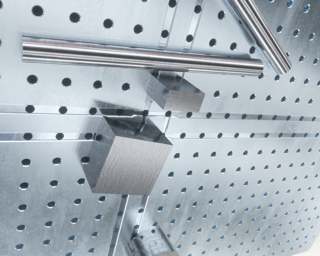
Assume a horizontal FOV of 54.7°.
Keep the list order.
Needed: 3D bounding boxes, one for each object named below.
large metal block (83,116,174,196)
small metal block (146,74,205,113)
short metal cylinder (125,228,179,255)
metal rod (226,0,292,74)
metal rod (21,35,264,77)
[{"bbox_3d":[-0.042,0.038,0.397,0.081,0.050,0.079,12,113,-34],"label":"large metal block"},{"bbox_3d":[0.018,-0.042,0.380,0.050,0.050,0.025,2,117,-30],"label":"small metal block"},{"bbox_3d":[-0.013,0.219,0.525,0.081,0.050,0.079,-14,124,-21],"label":"short metal cylinder"},{"bbox_3d":[0.088,-0.158,0.363,0.025,0.025,0.301,-49,129,6],"label":"metal rod"},{"bbox_3d":[0.003,-0.080,0.364,0.303,0.025,0.025,-2,120,-28],"label":"metal rod"}]
